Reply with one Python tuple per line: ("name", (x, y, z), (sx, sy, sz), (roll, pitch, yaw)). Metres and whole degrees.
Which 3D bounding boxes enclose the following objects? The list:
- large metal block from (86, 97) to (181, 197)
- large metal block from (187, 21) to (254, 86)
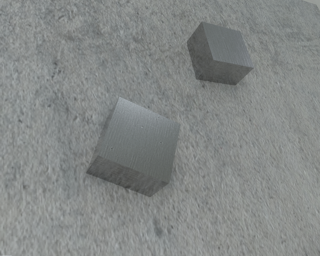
("large metal block", (-0.029, 0.023, 0.359), (0.080, 0.050, 0.080), (24, 53, -14))
("large metal block", (0.099, -0.123, 0.518), (0.081, 0.050, 0.080), (4, 60, -27))
